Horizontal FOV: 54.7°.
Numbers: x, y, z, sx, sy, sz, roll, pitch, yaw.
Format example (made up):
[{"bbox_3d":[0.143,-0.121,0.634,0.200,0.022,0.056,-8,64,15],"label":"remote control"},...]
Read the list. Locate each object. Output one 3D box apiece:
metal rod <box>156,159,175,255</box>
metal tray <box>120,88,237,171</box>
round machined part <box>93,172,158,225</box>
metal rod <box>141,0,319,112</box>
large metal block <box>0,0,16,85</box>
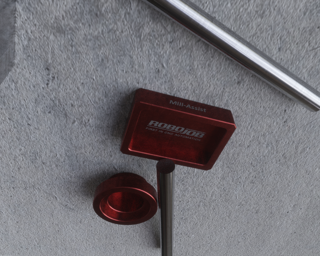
[{"bbox_3d":[0.011,0.153,0.516,0.025,0.025,0.298,-1,137,0],"label":"metal rod"},{"bbox_3d":[0.021,0.006,0.408,0.131,0.030,0.089,13,129,-11],"label":"metal tray"},{"bbox_3d":[-0.053,0.108,0.487,0.099,0.042,0.097,-1,130,0],"label":"round machined part"},{"bbox_3d":[0.069,-0.093,0.328,0.302,0.025,0.025,26,125,-21],"label":"metal rod"},{"bbox_3d":[-0.195,-0.095,0.307,0.081,0.050,0.079,13,129,-12],"label":"large metal block"}]
